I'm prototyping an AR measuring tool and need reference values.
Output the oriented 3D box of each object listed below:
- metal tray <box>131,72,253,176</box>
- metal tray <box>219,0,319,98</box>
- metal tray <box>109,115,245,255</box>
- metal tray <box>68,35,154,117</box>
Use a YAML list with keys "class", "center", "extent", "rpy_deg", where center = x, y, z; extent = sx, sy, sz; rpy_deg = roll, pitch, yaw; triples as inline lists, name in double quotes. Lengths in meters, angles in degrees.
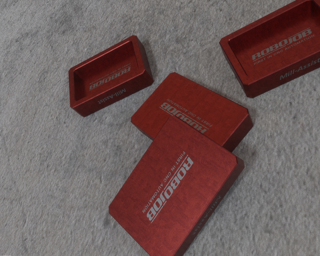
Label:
- class: "metal tray"
  center: [0.035, -0.008, 0.386]
  extent: [0.090, 0.030, 0.130]
  rpy_deg: [-49, 52, -7]
- class: "metal tray"
  center: [0.151, -0.103, 0.384]
  extent: [0.130, 0.030, 0.090]
  rpy_deg: [-25, 53, 12]
- class: "metal tray"
  center: [0.015, 0.063, 0.328]
  extent: [0.090, 0.030, 0.130]
  rpy_deg: [36, 94, 30]
- class: "metal tray"
  center: [-0.081, -0.083, 0.491]
  extent: [0.130, 0.030, 0.090]
  rpy_deg: [-24, 53, 13]
